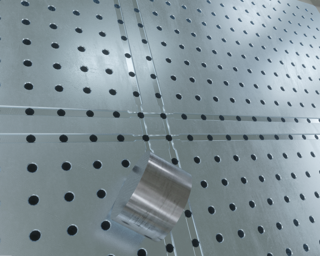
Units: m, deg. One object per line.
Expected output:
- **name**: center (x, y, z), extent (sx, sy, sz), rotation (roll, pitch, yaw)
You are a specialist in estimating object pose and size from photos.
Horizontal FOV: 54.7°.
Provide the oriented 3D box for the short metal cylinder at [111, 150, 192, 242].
- **short metal cylinder**: center (-0.010, 0.071, 0.326), extent (0.050, 0.080, 0.080), rotation (31, 52, -9)
